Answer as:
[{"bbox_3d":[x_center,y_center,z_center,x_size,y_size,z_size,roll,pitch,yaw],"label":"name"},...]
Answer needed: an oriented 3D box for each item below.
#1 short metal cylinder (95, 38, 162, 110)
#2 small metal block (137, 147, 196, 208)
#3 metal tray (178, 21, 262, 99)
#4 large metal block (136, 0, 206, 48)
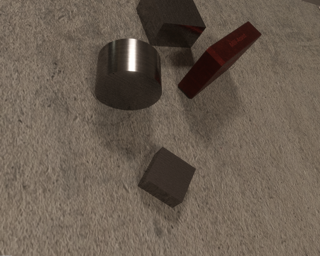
[{"bbox_3d":[-0.039,-0.065,0.389,0.081,0.080,0.050,11,57,-23],"label":"short metal cylinder"},{"bbox_3d":[0.009,0.059,0.374,0.050,0.025,0.050,34,51,-6],"label":"small metal block"},{"bbox_3d":[0.093,-0.105,0.478,0.030,0.090,0.131,47,51,4],"label":"metal tray"},{"bbox_3d":[0.017,-0.181,0.509,0.081,0.050,0.080,-6,65,-31],"label":"large metal block"}]
